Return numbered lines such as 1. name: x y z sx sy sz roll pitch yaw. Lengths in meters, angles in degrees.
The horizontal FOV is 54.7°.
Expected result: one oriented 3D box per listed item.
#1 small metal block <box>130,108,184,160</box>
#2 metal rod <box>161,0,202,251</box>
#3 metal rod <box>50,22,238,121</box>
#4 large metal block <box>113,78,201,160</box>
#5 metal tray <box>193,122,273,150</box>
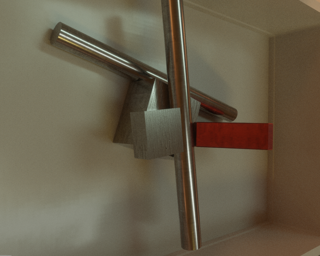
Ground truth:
1. small metal block: -0.003 0.005 0.339 0.050 0.025 0.050 -9 95 -40
2. metal rod: 0.026 -0.006 0.363 0.025 0.025 0.298 -8 96 -40
3. metal rod: 0.005 -0.059 0.411 0.302 0.025 0.025 19 78 -39
4. large metal block: -0.002 -0.008 0.389 0.080 0.050 0.080 23 76 -38
5. metal tray: 0.102 0.009 0.416 0.130 0.090 0.030 1 90 -72
